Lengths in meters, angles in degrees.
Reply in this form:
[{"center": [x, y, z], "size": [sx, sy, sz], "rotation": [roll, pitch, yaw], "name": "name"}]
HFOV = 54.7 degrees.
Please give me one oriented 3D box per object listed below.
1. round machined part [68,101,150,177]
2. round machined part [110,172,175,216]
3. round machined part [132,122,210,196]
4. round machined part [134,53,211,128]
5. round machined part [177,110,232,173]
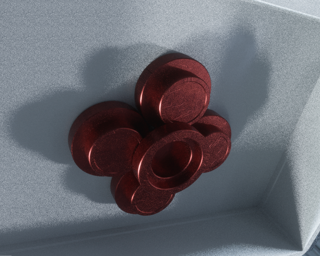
[{"center": [-0.057, 0.020, 0.376], "size": [0.099, 0.042, 0.097], "rotation": [-14, 124, -21], "name": "round machined part"}, {"center": [-0.016, 0.084, 0.438], "size": [0.099, 0.042, 0.097], "rotation": [-14, 123, -22], "name": "round machined part"}, {"center": [0.011, 0.035, 0.395], "size": [0.099, 0.042, 0.097], "rotation": [-14, 124, -21], "name": "round machined part"}, {"center": [0.022, -0.039, 0.382], "size": [0.099, 0.042, 0.097], "rotation": [-14, 124, -21], "name": "round machined part"}, {"center": [0.062, 0.026, 0.444], "size": [0.099, 0.042, 0.097], "rotation": [-14, 124, -21], "name": "round machined part"}]
